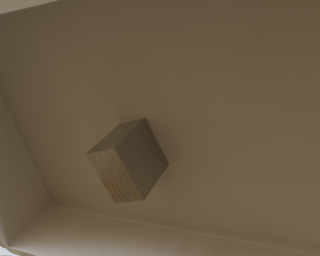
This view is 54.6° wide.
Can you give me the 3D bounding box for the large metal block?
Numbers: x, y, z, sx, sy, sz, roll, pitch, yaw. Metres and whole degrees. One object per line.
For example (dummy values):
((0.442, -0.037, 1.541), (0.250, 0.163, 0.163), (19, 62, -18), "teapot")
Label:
((-0.041, 0.043, 0.422), (0.050, 0.080, 0.080), (-14, 111, 34), "large metal block")
